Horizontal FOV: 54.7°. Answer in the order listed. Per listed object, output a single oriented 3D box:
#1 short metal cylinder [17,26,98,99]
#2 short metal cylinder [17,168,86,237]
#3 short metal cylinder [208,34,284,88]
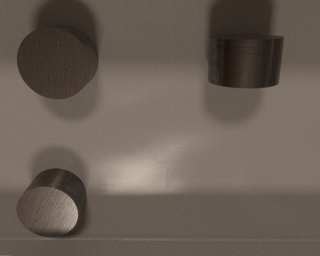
[{"bbox_3d":[-0.118,-0.079,0.367,0.081,0.050,0.079,0,110,-1],"label":"short metal cylinder"},{"bbox_3d":[-0.150,0.104,0.434,0.081,0.050,0.079,0,110,-1],"label":"short metal cylinder"},{"bbox_3d":[0.096,-0.079,0.354,0.081,0.080,0.050,-1,110,0],"label":"short metal cylinder"}]
